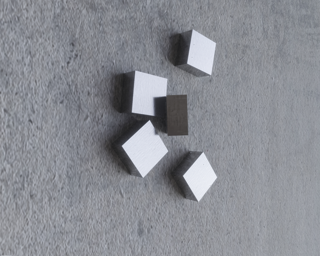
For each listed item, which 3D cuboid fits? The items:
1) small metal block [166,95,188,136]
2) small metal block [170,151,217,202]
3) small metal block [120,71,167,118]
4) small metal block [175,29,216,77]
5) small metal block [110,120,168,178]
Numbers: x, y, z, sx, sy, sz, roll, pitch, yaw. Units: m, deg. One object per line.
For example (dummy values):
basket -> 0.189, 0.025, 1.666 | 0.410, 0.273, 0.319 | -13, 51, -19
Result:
small metal block -> 0.021, -0.016, 0.403 | 0.025, 0.050, 0.050 | -2, 92, 0
small metal block -> 0.050, 0.069, 0.446 | 0.050, 0.025, 0.050 | -45, 117, -31
small metal block -> -0.020, -0.041, 0.388 | 0.050, 0.025, 0.050 | 7, 86, -40
small metal block -> 0.052, -0.106, 0.447 | 0.050, 0.025, 0.050 | 16, 80, -39
small metal block -> -0.024, 0.025, 0.384 | 0.050, 0.025, 0.050 | -45, 117, -31
